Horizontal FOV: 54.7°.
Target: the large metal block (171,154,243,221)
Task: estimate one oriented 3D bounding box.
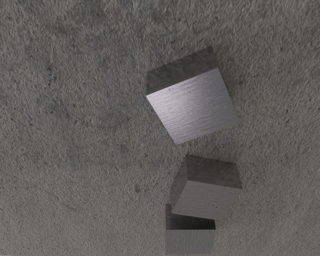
[{"bbox_3d":[0.067,0.091,0.469,0.081,0.050,0.079,11,129,-10],"label":"large metal block"}]

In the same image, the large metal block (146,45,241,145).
[{"bbox_3d":[0.038,-0.036,0.360,0.080,0.050,0.080,-20,128,16],"label":"large metal block"}]

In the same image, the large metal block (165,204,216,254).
[{"bbox_3d":[0.050,0.178,0.542,0.081,0.050,0.079,0,130,0],"label":"large metal block"}]
